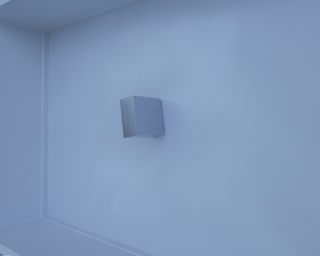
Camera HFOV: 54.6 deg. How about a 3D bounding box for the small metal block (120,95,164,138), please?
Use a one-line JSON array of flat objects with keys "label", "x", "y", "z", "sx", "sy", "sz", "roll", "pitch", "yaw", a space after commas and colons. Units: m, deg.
[{"label": "small metal block", "x": -0.023, "y": -0.014, "z": 0.406, "sx": 0.025, "sy": 0.050, "sz": 0.050, "roll": -11, "pitch": 82, "yaw": 40}]
